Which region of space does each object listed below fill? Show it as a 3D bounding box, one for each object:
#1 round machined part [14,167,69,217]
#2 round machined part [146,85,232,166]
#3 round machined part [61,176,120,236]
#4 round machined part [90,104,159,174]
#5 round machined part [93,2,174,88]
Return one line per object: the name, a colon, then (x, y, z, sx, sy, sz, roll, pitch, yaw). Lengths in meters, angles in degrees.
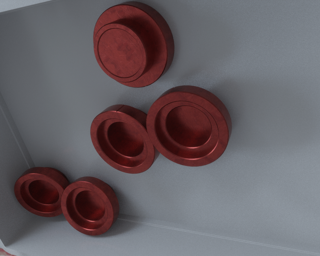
round machined part: (-0.205, 0.110, 0.560, 0.099, 0.042, 0.097, 3, 118, 6)
round machined part: (0.037, -0.006, 0.371, 0.098, 0.042, 0.097, 10, 121, 18)
round machined part: (-0.113, 0.127, 0.522, 0.098, 0.042, 0.097, 5, 105, 17)
round machined part: (-0.042, 0.011, 0.425, 0.098, 0.042, 0.097, 13, 124, 20)
round machined part: (-0.037, -0.092, 0.359, 0.098, 0.042, 0.097, 13, 124, 20)
